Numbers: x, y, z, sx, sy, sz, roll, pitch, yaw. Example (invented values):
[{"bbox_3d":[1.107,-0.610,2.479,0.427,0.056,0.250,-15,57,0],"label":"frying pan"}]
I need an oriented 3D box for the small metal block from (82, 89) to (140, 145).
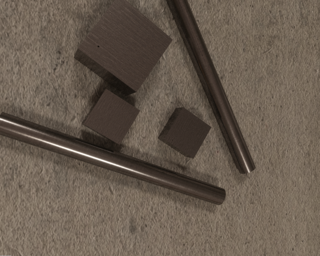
[{"bbox_3d":[-0.061,-0.013,0.387,0.050,0.025,0.050,33,79,-18],"label":"small metal block"}]

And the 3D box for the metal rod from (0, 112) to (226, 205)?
[{"bbox_3d":[-0.046,0.046,0.392,0.302,0.025,0.025,21,83,-19],"label":"metal rod"}]

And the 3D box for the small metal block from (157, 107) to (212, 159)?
[{"bbox_3d":[0.034,0.007,0.423,0.050,0.025,0.050,34,79,-17],"label":"small metal block"}]

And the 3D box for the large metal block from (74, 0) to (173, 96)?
[{"bbox_3d":[-0.045,-0.097,0.380,0.080,0.050,0.080,36,78,-17],"label":"large metal block"}]

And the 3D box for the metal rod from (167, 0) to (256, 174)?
[{"bbox_3d":[0.069,-0.073,0.435,0.025,0.025,0.299,-27,99,-18],"label":"metal rod"}]
